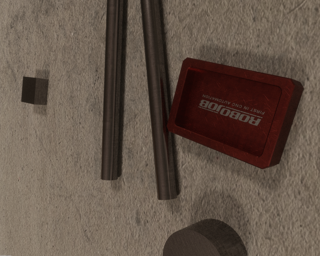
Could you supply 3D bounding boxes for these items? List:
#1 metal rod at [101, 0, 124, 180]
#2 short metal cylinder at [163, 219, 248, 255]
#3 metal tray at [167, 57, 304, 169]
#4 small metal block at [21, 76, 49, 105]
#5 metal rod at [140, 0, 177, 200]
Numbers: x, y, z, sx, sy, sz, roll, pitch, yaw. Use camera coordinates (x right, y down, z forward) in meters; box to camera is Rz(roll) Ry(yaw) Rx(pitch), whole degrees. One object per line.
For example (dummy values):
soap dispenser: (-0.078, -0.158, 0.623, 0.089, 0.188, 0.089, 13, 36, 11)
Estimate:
metal rod: (-0.070, -0.073, 0.460, 0.025, 0.025, 0.298, 4, 92, 39)
short metal cylinder: (0.050, 0.148, 0.346, 0.080, 0.050, 0.079, 0, 90, 39)
metal tray: (0.074, -0.021, 0.338, 0.130, 0.030, 0.089, 22, 104, 37)
small metal block: (-0.244, -0.073, 0.602, 0.050, 0.025, 0.050, 12, 97, 39)
metal rod: (-0.004, -0.059, 0.405, 0.025, 0.025, 0.298, -8, 85, 39)
